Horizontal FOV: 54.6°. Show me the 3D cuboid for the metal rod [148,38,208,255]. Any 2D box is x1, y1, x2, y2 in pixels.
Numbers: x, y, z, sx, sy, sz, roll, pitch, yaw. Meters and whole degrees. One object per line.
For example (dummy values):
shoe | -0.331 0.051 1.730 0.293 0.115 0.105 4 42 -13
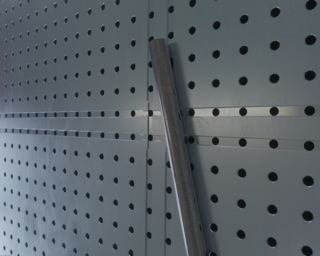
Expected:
metal rod | 0.023 0.032 0.391 0.025 0.025 0.299 -17 79 39
